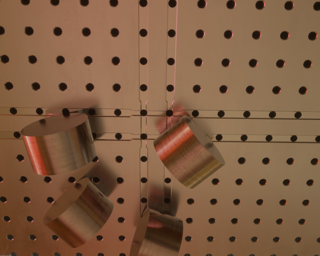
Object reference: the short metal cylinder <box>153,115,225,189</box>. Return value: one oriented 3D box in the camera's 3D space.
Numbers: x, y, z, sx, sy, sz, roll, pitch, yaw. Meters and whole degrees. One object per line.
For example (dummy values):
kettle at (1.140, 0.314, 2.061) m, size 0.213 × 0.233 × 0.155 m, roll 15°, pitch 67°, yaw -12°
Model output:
short metal cylinder at (0.037, 0.030, 0.395) m, size 0.050 × 0.080 × 0.080 m, roll -41°, pitch 105°, yaw 13°

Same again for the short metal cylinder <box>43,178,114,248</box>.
short metal cylinder at (-0.111, 0.115, 0.425) m, size 0.080 × 0.080 × 0.050 m, roll -37°, pitch 106°, yaw 12°

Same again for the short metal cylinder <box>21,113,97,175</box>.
short metal cylinder at (-0.125, 0.018, 0.389) m, size 0.080 × 0.080 × 0.050 m, roll -8°, pitch 110°, yaw 3°

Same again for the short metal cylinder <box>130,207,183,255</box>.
short metal cylinder at (-0.006, 0.160, 0.443) m, size 0.050 × 0.080 × 0.079 m, roll 21°, pitch 109°, yaw -8°
